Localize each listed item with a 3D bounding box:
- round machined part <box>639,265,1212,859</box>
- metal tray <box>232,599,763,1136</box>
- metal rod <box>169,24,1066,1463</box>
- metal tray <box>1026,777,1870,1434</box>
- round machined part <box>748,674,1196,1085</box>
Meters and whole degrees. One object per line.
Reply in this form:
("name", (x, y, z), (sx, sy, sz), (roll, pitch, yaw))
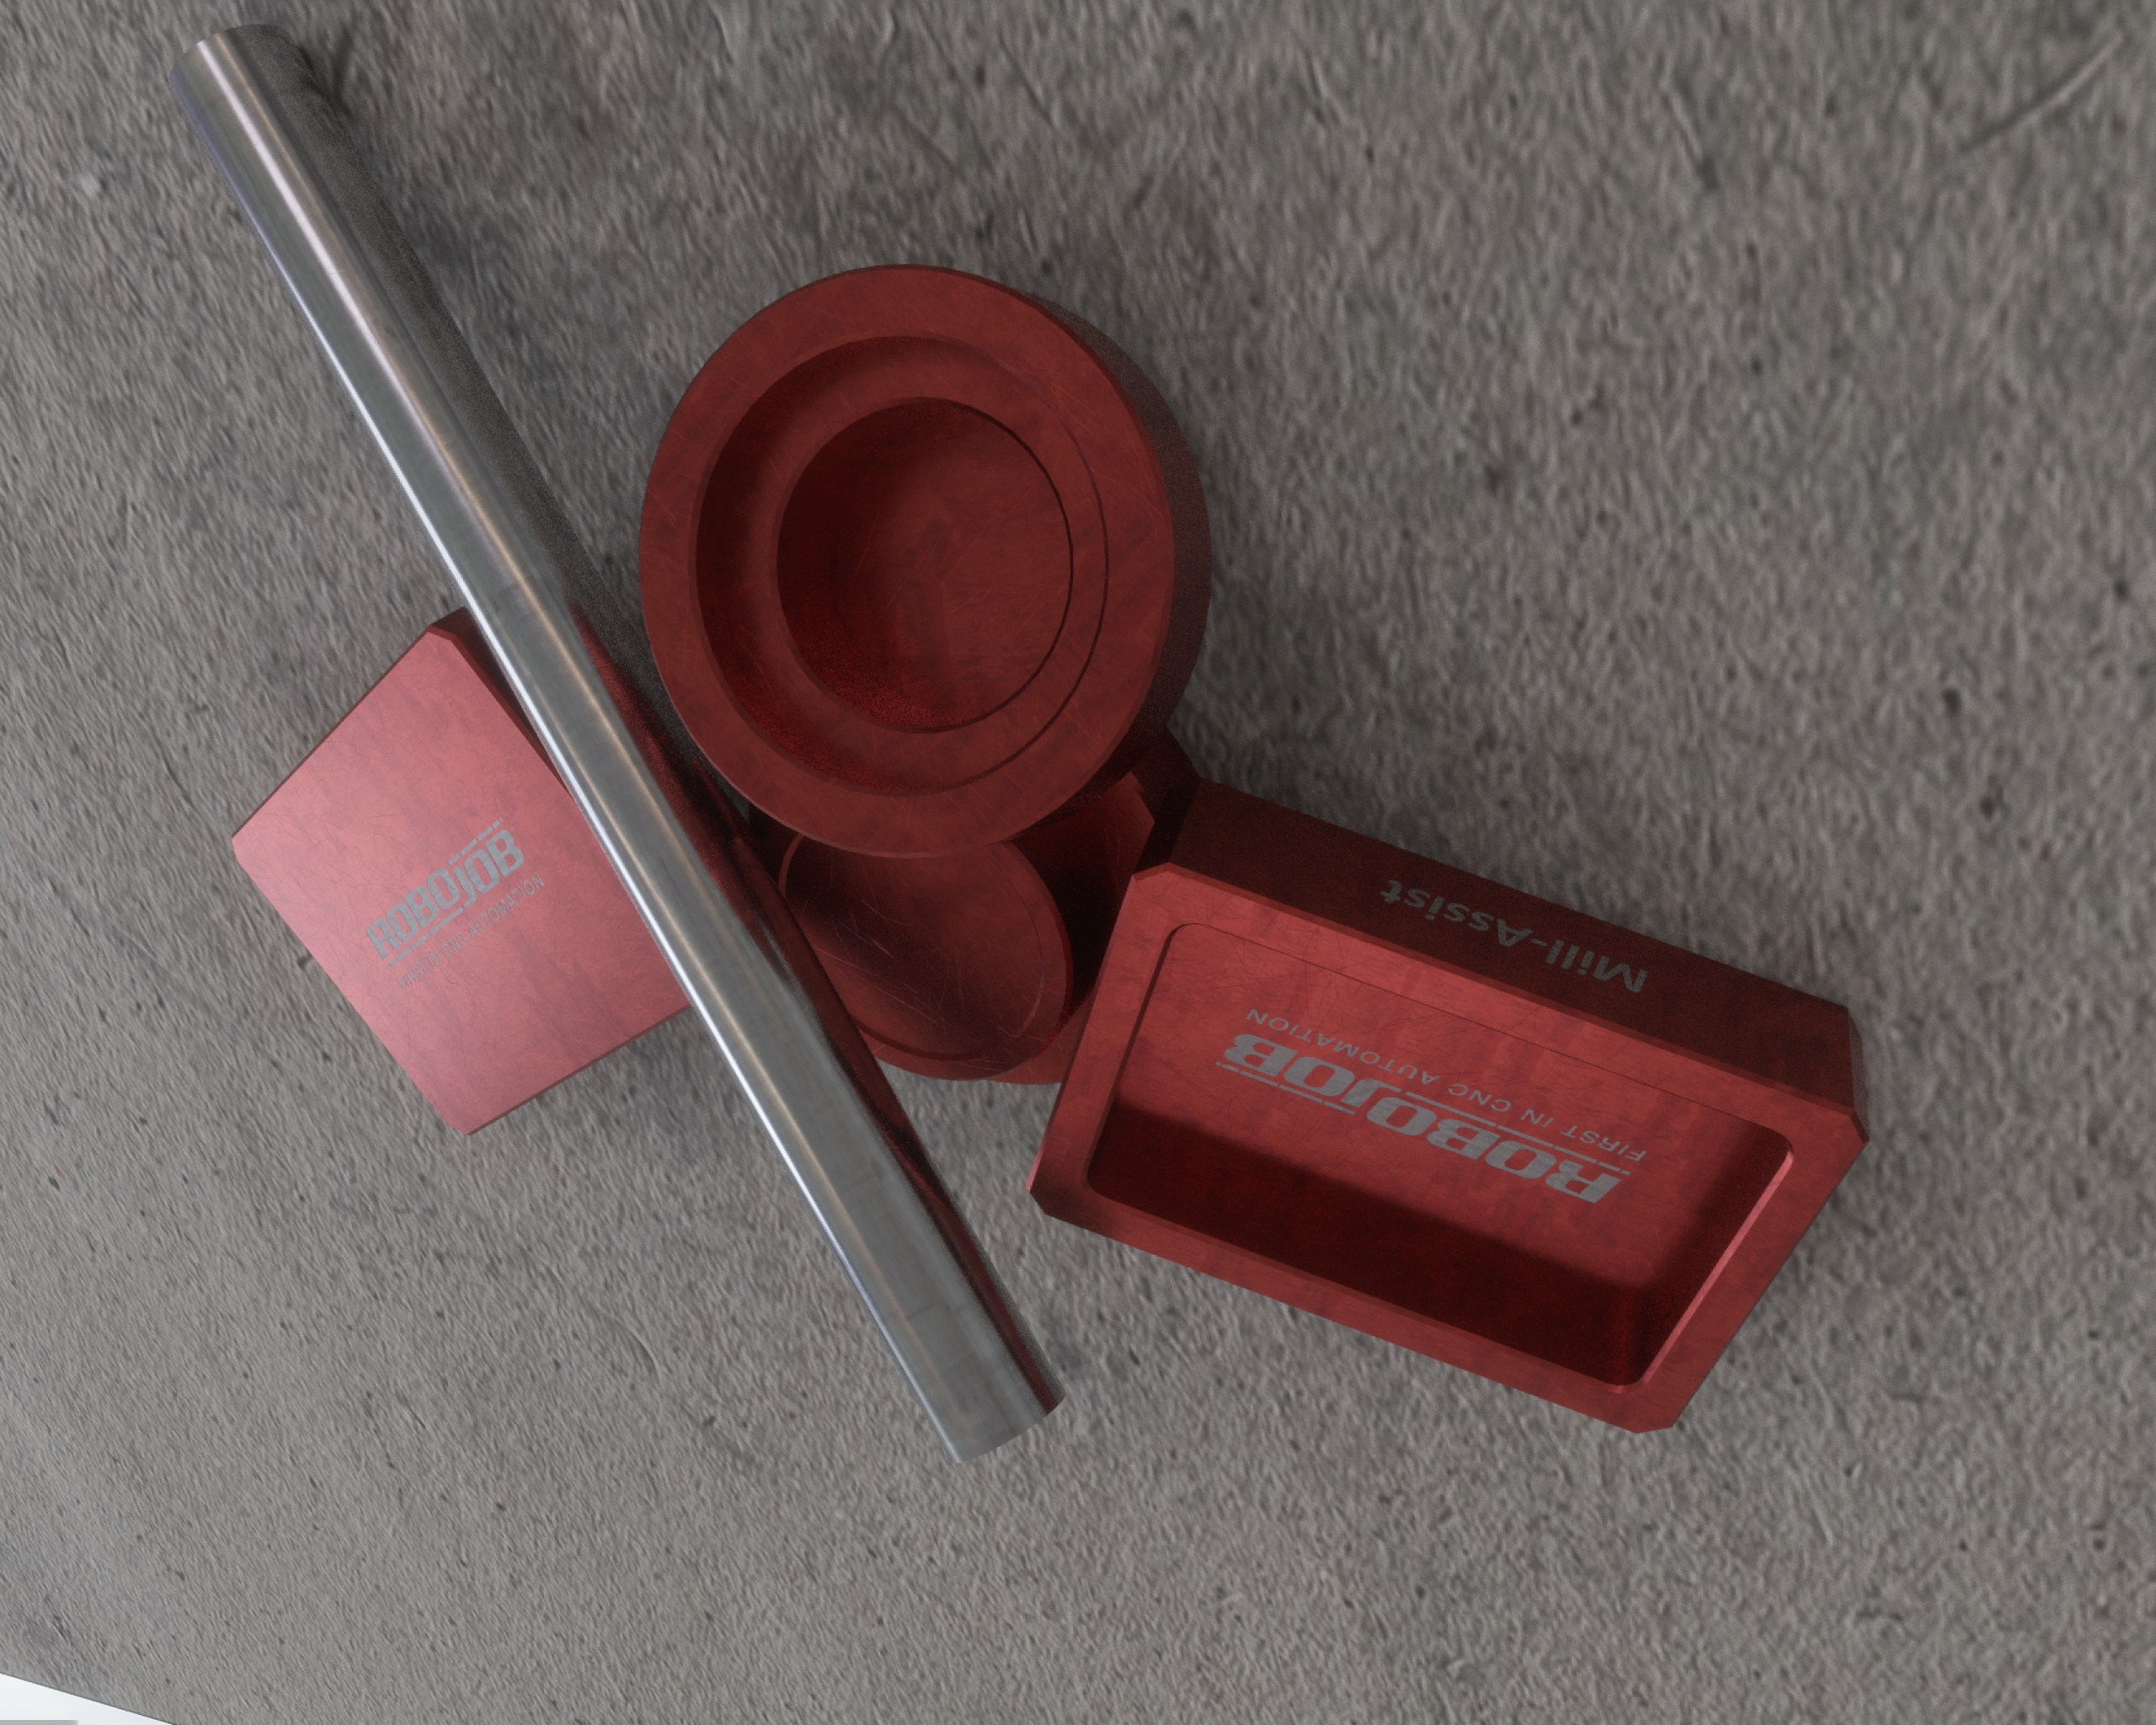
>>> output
("round machined part", (-0.023, -0.051, 0.364), (0.098, 0.042, 0.097), (3, 98, 21))
("metal tray", (-0.127, 0.003, 0.460), (0.130, 0.030, 0.090), (-29, 100, 46))
("metal rod", (-0.088, -0.023, 0.397), (0.025, 0.025, 0.299), (-31, 89, 38))
("metal tray", (0.064, 0.047, 0.386), (0.131, 0.030, 0.089), (20, 127, 3))
("round machined part", (-0.024, 0.004, 0.413), (0.098, 0.042, 0.097), (13, 124, 21))
